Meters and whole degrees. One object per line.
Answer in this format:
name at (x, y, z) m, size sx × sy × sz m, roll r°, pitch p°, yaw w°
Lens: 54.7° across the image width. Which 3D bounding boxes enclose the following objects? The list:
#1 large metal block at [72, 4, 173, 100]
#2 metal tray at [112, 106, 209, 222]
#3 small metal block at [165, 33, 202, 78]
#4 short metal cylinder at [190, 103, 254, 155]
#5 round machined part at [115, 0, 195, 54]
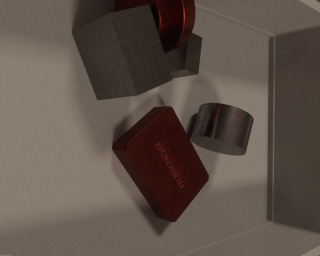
large metal block at (-0.042, -0.078, 0.337) m, size 0.050 × 0.080 × 0.080 m, roll -30°, pitch 109°, yaw -36°
metal tray at (0.006, 0.047, 0.411) m, size 0.090 × 0.030 × 0.130 m, roll -44°, pitch 117°, yaw -31°
small metal block at (0.027, -0.096, 0.415) m, size 0.025 × 0.050 × 0.050 m, roll 11°, pitch 83°, yaw -40°
short metal cylinder at (0.089, 0.003, 0.448) m, size 0.080 × 0.080 × 0.050 m, roll 28°, pitch 72°, yaw -37°
round machined part at (-0.012, -0.130, 0.348) m, size 0.042 × 0.098 × 0.097 m, roll -35°, pitch 112°, yaw -39°
